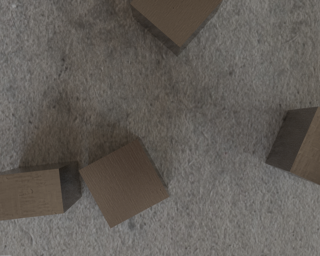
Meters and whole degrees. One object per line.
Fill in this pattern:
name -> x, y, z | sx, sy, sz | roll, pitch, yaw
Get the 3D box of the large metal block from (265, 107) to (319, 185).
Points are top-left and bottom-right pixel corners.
large metal block -> 0.183, 0.022, 0.385 | 0.050, 0.080, 0.080 | 24, 90, -1

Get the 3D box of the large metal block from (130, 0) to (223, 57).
large metal block -> 0.021, -0.153, 0.398 | 0.080, 0.050, 0.080 | 41, 90, -1

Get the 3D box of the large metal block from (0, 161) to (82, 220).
large metal block -> -0.149, 0.074, 0.381 | 0.081, 0.080, 0.050 | -6, 90, 0

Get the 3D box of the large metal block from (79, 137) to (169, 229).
large metal block -> -0.043, 0.067, 0.397 | 0.080, 0.050, 0.080 | -28, 90, 0
